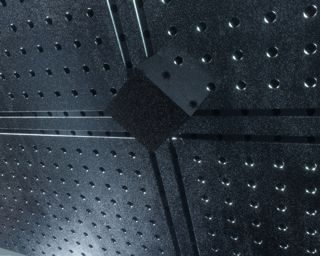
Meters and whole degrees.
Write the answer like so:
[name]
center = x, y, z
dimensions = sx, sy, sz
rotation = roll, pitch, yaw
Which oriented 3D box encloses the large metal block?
[large metal block]
center = -0.007, -0.029, 0.380
dimensions = 0.080, 0.050, 0.080
rotation = 43, 129, -2
